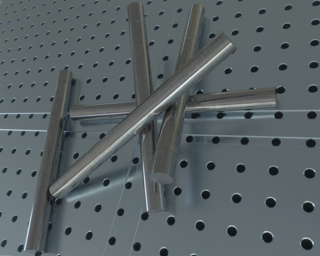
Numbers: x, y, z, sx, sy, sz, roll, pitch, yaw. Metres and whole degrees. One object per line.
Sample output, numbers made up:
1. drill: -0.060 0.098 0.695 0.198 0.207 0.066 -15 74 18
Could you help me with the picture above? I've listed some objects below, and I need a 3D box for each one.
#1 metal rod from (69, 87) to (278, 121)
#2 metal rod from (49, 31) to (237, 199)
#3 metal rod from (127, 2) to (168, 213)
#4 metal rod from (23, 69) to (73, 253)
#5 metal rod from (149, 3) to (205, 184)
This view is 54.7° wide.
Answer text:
1. metal rod: 0.000 -0.029 0.424 0.301 0.025 0.025 -3 61 26
2. metal rod: -0.036 -0.002 0.373 0.299 0.025 0.025 -40 49 22
3. metal rod: -0.020 -0.043 0.409 0.025 0.025 0.299 -15 66 19
4. metal rod: -0.164 0.030 0.473 0.025 0.025 0.299 -15 56 20
5. metal rod: 0.030 -0.067 0.404 0.025 0.025 0.300 -5 50 25
